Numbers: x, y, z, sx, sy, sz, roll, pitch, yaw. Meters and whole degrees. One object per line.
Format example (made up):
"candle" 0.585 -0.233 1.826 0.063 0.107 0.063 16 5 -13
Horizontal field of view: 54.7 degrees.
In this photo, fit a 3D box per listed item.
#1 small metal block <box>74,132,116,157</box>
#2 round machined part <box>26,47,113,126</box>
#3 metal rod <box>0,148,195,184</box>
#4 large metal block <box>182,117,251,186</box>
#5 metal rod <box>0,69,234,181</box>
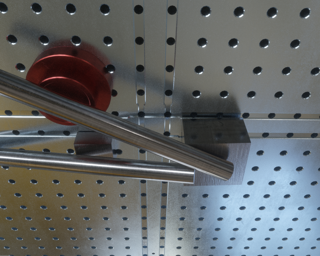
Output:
"small metal block" -0.090 0.032 0.438 0.050 0.025 0.050 0 130 0
"round machined part" -0.107 -0.041 0.363 0.099 0.042 0.097 -1 130 0
"metal rod" -0.105 0.049 0.415 0.301 0.025 0.025 4 131 10
"large metal block" 0.072 0.033 0.421 0.081 0.050 0.079 -2 130 1
"metal rod" -0.050 -0.001 0.347 0.302 0.025 0.025 22 127 -15
